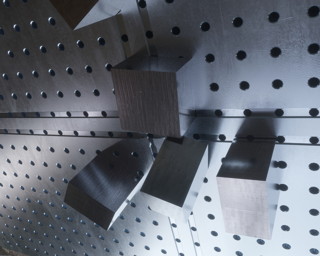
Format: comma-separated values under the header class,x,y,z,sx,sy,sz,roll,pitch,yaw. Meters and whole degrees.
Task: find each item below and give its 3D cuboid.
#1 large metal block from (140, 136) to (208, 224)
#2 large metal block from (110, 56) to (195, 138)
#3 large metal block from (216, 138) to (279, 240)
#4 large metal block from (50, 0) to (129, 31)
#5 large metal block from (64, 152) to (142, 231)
class,x,y,z,sx,sy,sz,roll,pitch,yaw
large metal block,0.022,0.063,0.385,0.050,0.080,0.080,18,155,18
large metal block,-0.006,-0.040,0.374,0.080,0.050,0.080,8,122,24
large metal block,0.106,0.067,0.361,0.050,0.080,0.080,1,119,28
large metal block,-0.058,-0.152,0.313,0.080,0.080,0.050,-31,101,38
large metal block,-0.088,0.096,0.482,0.080,0.080,0.050,31,129,8
